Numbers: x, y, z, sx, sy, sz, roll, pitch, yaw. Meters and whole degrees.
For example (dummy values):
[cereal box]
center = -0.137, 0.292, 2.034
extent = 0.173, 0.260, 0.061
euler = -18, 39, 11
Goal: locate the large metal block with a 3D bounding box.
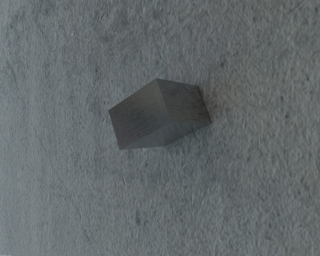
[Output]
[large metal block]
center = 0.001, -0.013, 0.367
extent = 0.080, 0.081, 0.050
euler = -28, 72, 36
